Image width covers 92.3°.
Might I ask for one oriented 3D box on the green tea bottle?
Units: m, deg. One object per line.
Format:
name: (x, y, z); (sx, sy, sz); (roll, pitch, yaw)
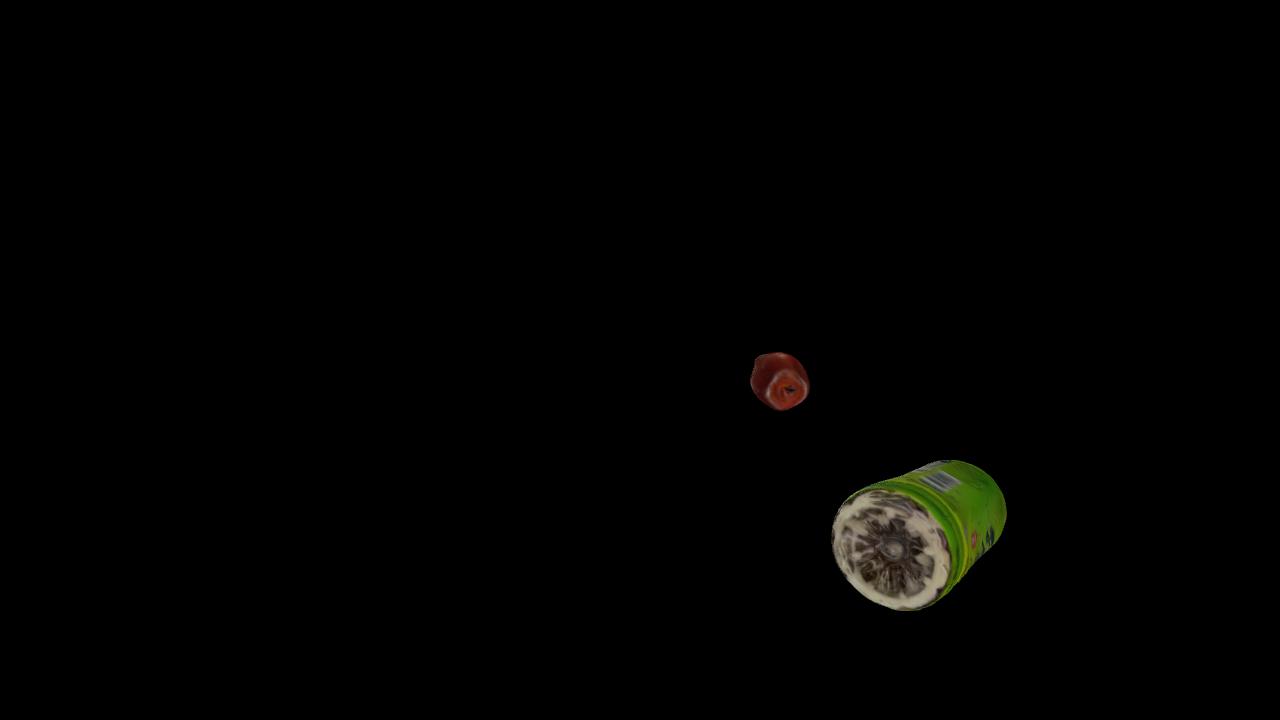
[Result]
green tea bottle: (0.204, 0.105, 0.418); (0.073, 0.073, 0.212); (0, 1, 42)

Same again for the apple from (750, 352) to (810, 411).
apple: (0.191, 0.027, 0.842); (0.079, 0.079, 0.093); (0, 21, -9)
